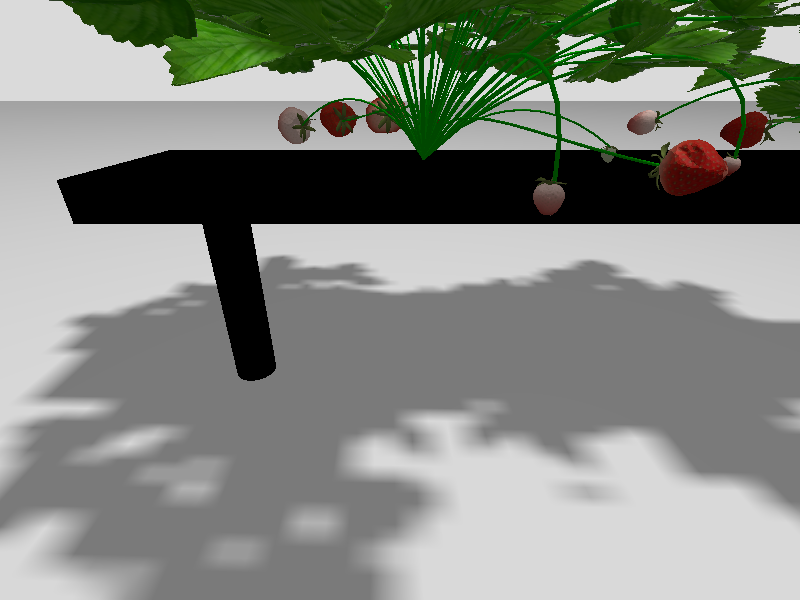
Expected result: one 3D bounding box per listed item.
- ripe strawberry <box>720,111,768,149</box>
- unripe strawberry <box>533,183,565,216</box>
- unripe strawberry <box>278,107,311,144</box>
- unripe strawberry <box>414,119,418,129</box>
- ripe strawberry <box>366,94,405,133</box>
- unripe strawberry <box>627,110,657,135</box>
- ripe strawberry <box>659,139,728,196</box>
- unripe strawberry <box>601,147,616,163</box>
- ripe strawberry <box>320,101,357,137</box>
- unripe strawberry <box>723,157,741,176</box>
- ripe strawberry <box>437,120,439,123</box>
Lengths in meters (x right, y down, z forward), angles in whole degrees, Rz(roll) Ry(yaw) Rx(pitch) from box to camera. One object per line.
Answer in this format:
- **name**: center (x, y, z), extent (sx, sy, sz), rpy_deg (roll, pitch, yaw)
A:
- **ripe strawberry**: center (0.339, -0.168, 0.396), extent (0.035, 0.034, 0.032), rpy_deg (13, 30, 29)
- **unripe strawberry**: center (0.064, -0.044, 0.173), extent (0.013, 0.014, 0.015), rpy_deg (-7, 29, -12)
- **unripe strawberry**: center (-0.116, -0.187, 0.431), extent (0.038, 0.037, 0.035), rpy_deg (22, 35, 36)
- **unripe strawberry**: center (0.030, -0.207, 0.478), extent (0.026, 0.028, 0.028), rpy_deg (2, 27, 3)
- **ripe strawberry**: center (-0.019, -0.236, 0.507), extent (0.052, 0.045, 0.052), rpy_deg (-5, 28, -9)
- **unripe strawberry**: center (0.299, -0.219, 0.495), extent (0.032, 0.027, 0.032), rpy_deg (-23, 23, -36)
- **ripe strawberry**: center (0.153, -0.068, 0.209), extent (0.029, 0.029, 0.032), rpy_deg (25, 37, 38)
- **unripe strawberry**: center (0.168, -0.117, 0.322), extent (0.010, 0.012, 0.012), rpy_deg (-9, 27, 9)
- **ripe strawberry**: center (-0.075, -0.216, 0.478), extent (0.043, 0.039, 0.039), rpy_deg (-14, 30, -25)
- **unripe strawberry**: center (0.212, -0.086, 0.257), extent (0.011, 0.011, 0.011), rpy_deg (11, 30, 20)
- **ripe strawberry**: center (0.042, -0.248, 0.553), extent (0.024, 0.028, 0.027), rpy_deg (2, -21, 4)
